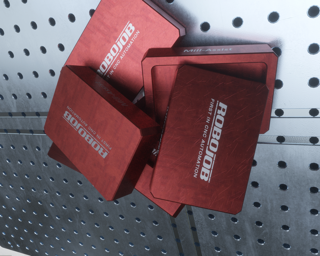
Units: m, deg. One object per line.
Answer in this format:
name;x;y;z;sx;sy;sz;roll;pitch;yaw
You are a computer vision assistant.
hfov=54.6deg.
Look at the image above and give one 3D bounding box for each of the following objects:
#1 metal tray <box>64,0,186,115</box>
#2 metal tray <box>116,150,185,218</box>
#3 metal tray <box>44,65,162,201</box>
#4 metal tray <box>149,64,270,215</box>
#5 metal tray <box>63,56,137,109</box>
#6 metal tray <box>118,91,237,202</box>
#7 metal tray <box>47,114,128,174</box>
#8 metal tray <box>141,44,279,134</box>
metal tray;-0.045;-0.085;0.355;0.090;0.030;0.129;39;115;-1
metal tray;-0.010;0.063;0.396;0.090;0.130;0.030;36;87;3
metal tray;-0.068;0.002;0.331;0.130;0.030;0.089;39;118;27
metal tray;0.047;0.012;0.309;0.090;0.030;0.129;13;90;-4
metal tray;-0.089;-0.037;0.432;0.090;0.030;0.129;33;129;6
metal tray;0.025;0.013;0.365;0.130;0.090;0.030;38;130;3
metal tray;-0.105;0.026;0.451;0.090;0.030;0.129;31;142;-12
metal tray;0.050;-0.039;0.329;0.131;0.030;0.089;-1;120;6
